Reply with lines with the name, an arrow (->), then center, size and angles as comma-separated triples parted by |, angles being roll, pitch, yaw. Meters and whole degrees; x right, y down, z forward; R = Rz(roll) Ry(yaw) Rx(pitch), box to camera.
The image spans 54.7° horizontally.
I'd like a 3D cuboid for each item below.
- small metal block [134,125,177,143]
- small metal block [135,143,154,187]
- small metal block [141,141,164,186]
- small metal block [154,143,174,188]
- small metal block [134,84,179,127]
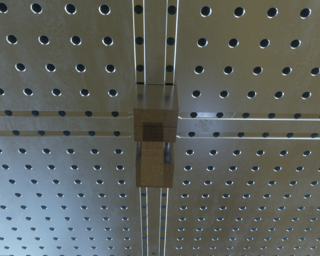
small metal block -> -0.006, -0.008, 0.387 | 0.050, 0.050, 0.025 | 2, 130, -2
small metal block -> -0.020, 0.048, 0.436 | 0.025, 0.050, 0.050 | 1, 130, -1
small metal block -> -0.009, 0.041, 0.376 | 0.025, 0.050, 0.050 | 1, 88, 0
small metal block -> 0.005, 0.049, 0.435 | 0.025, 0.050, 0.050 | 1, 130, -1
small metal block -> -0.005, -0.028, 0.371 | 0.050, 0.050, 0.025 | 2, 130, -2
